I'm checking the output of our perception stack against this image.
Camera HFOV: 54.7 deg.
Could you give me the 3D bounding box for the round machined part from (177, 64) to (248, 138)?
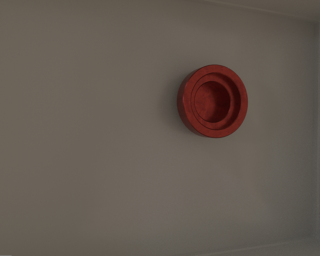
[{"bbox_3d":[0.068,-0.035,0.428,0.099,0.042,0.097,0,90,-21],"label":"round machined part"}]
